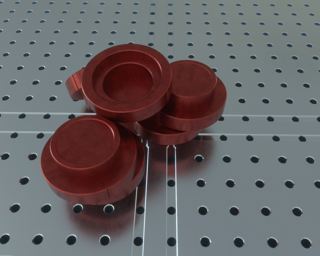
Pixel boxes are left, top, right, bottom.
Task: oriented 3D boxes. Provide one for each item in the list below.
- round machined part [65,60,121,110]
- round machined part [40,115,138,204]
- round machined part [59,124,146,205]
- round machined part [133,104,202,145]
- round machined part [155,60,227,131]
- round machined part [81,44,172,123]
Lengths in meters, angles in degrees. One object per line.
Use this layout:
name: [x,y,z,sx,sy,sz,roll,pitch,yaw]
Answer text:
round machined part: [-0.072,-0.056,0.419,0.099,0.098,0.042,-22,89,-17]
round machined part: [-0.073,0.025,0.320,0.099,0.042,0.098,0,50,0]
round machined part: [-0.066,0.031,0.343,0.099,0.042,0.098,0,50,0]
round machined part: [0.011,-0.029,0.394,0.099,0.042,0.098,0,50,0]
round machined part: [0.033,-0.047,0.380,0.099,0.042,0.098,0,49,0]
round machined part: [-0.035,-0.046,0.352,0.098,0.042,0.098,-1,58,2]
